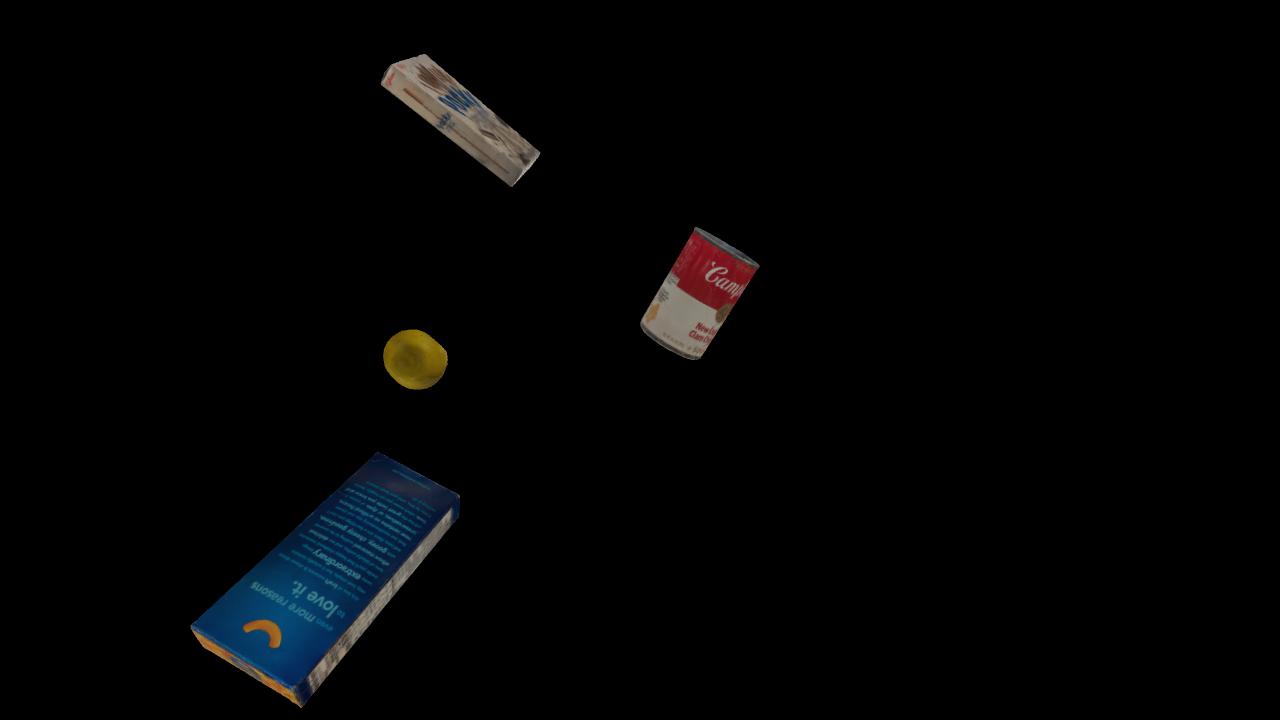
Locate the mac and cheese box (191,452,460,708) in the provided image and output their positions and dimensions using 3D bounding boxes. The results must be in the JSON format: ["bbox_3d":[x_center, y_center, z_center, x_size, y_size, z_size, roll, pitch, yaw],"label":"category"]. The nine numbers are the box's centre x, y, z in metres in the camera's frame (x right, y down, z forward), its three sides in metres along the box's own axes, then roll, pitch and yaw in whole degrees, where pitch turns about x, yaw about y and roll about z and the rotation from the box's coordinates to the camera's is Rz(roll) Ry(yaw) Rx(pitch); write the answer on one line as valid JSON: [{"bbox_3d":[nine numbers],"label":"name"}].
[{"bbox_3d":[-0.236,0.163,0.492,0.093,0.041,0.184,25,41,10],"label":"mac and cheese box"}]

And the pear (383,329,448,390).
[{"bbox_3d":[-0.289,-0.003,0.819,0.080,0.080,0.111,0,6,5],"label":"pear"}]

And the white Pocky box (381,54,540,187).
[{"bbox_3d":[-0.180,-0.248,0.637,0.154,0.028,0.084,37,29,-17],"label":"white Pocky box"}]

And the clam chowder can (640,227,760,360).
[{"bbox_3d":[0.052,-0.059,0.558,0.068,0.102,0.068,29,17,-10],"label":"clam chowder can"}]
